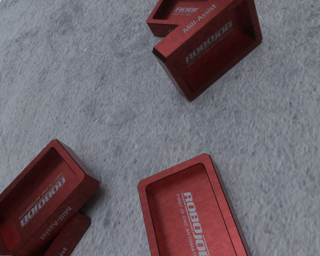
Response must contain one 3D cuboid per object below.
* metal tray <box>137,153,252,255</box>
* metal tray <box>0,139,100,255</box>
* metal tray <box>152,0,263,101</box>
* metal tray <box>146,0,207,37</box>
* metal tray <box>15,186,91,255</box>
[{"bbox_3d":[0.033,0.101,0.320,0.090,0.030,0.130,-25,53,12],"label":"metal tray"},{"bbox_3d":[-0.147,0.087,0.382,0.130,0.030,0.090,-48,52,-6],"label":"metal tray"},{"bbox_3d":[0.064,-0.105,0.392,0.130,0.090,0.030,-40,51,0],"label":"metal tray"},{"bbox_3d":[0.053,-0.184,0.484,0.130,0.030,0.090,17,70,34],"label":"metal tray"},{"bbox_3d":[-0.159,0.147,0.391,0.090,0.030,0.130,24,75,36],"label":"metal tray"}]
